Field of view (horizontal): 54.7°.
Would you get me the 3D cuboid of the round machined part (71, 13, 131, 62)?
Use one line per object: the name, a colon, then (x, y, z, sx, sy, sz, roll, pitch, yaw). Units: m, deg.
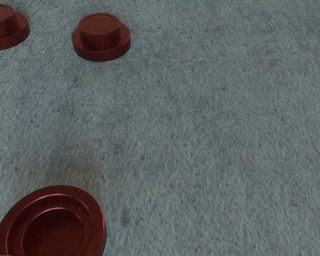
round machined part: (-0.100, -0.159, 0.525, 0.099, 0.042, 0.098, 0, 50, 0)

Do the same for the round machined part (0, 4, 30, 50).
round machined part: (-0.285, -0.181, 0.541, 0.099, 0.042, 0.098, 0, 50, 0)

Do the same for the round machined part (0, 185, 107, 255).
round machined part: (-0.101, 0.109, 0.300, 0.099, 0.042, 0.098, 0, 50, 0)
